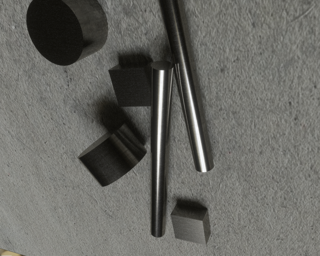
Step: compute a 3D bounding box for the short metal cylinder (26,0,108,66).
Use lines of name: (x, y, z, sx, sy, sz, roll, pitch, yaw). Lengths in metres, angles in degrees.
short metal cylinder: (-0.111, -0.122, 0.374, 0.080, 0.050, 0.079, 13, 124, 21)

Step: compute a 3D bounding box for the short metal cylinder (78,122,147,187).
short metal cylinder: (-0.065, 0.035, 0.428, 0.080, 0.080, 0.050, -29, 102, 37)

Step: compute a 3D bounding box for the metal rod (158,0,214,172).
metal rod: (0.024, -0.080, 0.344, 0.025, 0.025, 0.298, 0, 119, 28)

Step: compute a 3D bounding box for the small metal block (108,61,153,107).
small metal block: (-0.031, -0.055, 0.389, 0.050, 0.025, 0.050, 1, 119, 27)

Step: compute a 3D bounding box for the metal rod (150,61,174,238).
metal rod: (0.000, 0.051, 0.426, 0.025, 0.025, 0.298, 16, 129, 19)

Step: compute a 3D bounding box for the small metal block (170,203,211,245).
small metal block: (0.048, 0.147, 0.473, 0.050, 0.025, 0.050, 3, 120, 26)
